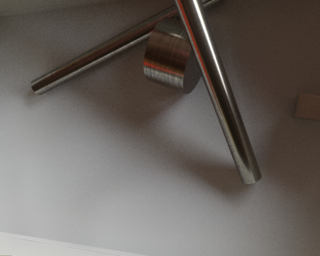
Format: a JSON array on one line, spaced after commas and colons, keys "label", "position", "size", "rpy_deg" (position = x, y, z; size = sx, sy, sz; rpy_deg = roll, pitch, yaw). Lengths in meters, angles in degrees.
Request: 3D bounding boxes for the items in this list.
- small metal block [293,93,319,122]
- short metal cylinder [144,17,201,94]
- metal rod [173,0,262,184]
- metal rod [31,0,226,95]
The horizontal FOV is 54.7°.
[{"label": "small metal block", "position": [0.174, -0.020, 0.336], "size": [0.050, 0.050, 0.025], "rpy_deg": [10, 94, 19]}, {"label": "short metal cylinder", "position": [0.022, -0.087, 0.373], "size": [0.050, 0.080, 0.080], "rpy_deg": [22, 97, 18]}, {"label": "metal rod", "position": [0.052, -0.069, 0.325], "size": [0.025, 0.025, 0.299], "rpy_deg": [-18, 110, 19]}, {"label": "metal rod", "position": [-0.056, -0.116, 0.429], "size": [0.300, 0.025, 0.025], "rpy_deg": [-22, 83, 18]}]
